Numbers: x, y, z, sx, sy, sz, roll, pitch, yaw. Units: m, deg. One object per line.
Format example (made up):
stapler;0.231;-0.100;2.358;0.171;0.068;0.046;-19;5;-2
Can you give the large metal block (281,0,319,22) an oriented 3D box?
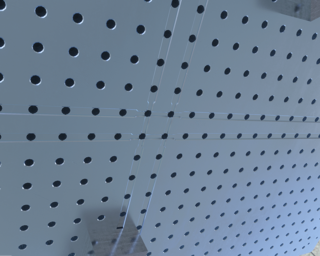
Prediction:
large metal block;0.199;-0.191;0.385;0.080;0.050;0.080;-28;128;-11

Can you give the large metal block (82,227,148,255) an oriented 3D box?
large metal block;-0.075;0.206;0.481;0.081;0.050;0.079;5;116;-31
